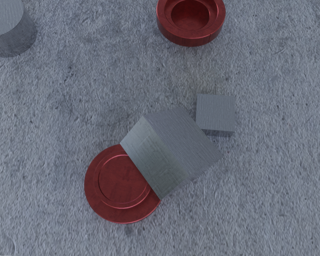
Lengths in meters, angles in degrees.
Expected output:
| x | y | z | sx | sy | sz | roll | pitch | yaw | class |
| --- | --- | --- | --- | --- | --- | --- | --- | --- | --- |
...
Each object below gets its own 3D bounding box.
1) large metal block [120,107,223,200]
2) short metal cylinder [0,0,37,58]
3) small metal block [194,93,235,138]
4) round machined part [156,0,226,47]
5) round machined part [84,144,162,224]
| x | y | z | sx | sy | sz | roll | pitch | yaw | class |
| --- | --- | --- | --- | --- | --- | --- | --- | --- | --- |
| 0.015 | 0.026 | 0.364 | 0.080 | 0.050 | 0.081 | 52 | 34 | 16 | large metal block |
| -0.227 | -0.150 | 0.447 | 0.081 | 0.050 | 0.080 | 0 | 70 | 0 | short metal cylinder |
| 0.072 | -0.017 | 0.415 | 0.050 | 0.025 | 0.050 | 5 | 70 | 1 | small metal block |
| 0.044 | -0.161 | 0.458 | 0.099 | 0.042 | 0.098 | 0 | 70 | -1 | round machined part |
| -0.043 | 0.065 | 0.375 | 0.099 | 0.042 | 0.098 | 0 | 70 | -1 | round machined part |
